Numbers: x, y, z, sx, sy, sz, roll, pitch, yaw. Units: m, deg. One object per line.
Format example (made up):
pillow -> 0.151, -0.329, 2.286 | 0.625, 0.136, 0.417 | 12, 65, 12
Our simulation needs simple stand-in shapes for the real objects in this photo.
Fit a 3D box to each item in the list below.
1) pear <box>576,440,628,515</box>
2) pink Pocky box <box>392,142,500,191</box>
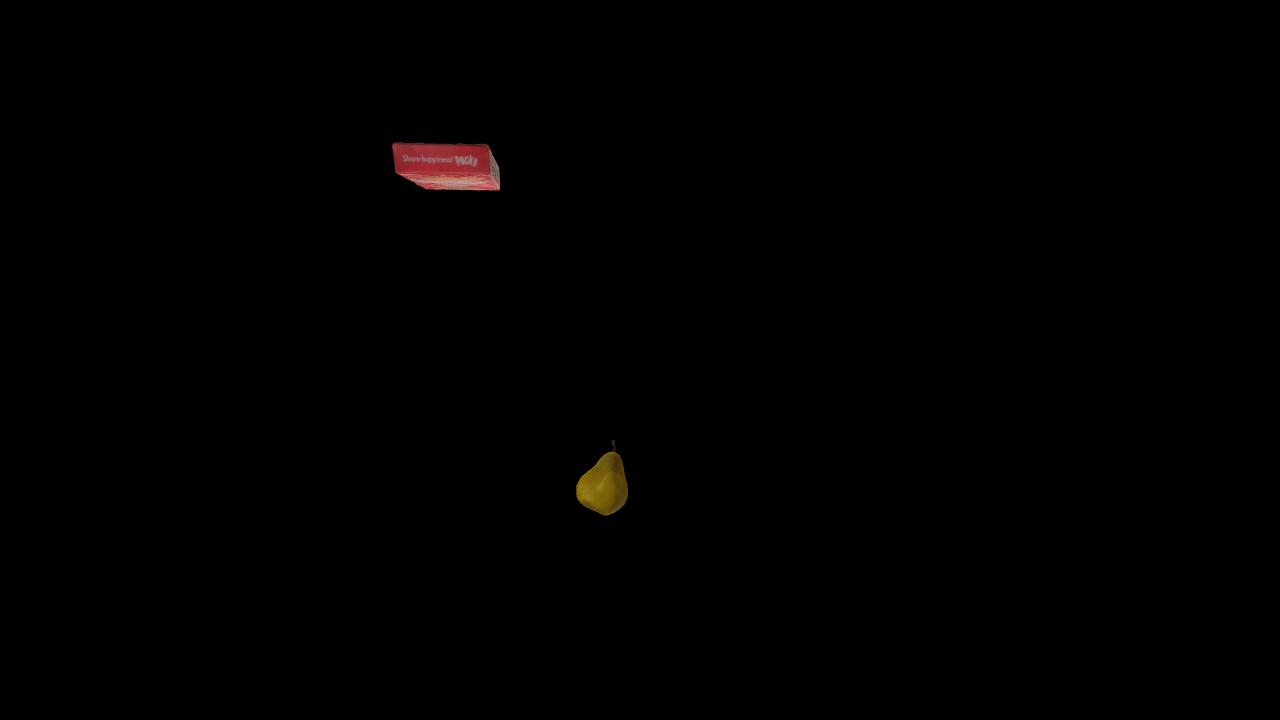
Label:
pear -> -0.048, 0.182, 0.953 | 0.080, 0.111, 0.080 | 25, -19, 9
pink Pocky box -> -0.188, -0.191, 0.618 | 0.084, 0.029, 0.155 | -2, 10, -9
